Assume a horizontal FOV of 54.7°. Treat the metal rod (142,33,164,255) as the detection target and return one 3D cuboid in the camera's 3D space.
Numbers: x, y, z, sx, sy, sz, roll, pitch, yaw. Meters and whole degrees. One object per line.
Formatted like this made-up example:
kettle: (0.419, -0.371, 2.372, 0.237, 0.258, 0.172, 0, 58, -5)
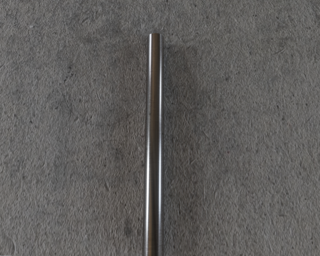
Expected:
metal rod: (-0.007, 0.008, 0.406, 0.025, 0.025, 0.299, 0, 70, 0)
